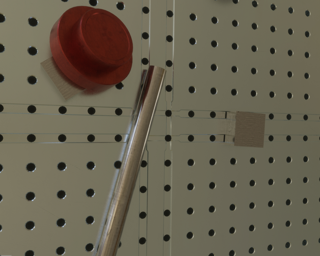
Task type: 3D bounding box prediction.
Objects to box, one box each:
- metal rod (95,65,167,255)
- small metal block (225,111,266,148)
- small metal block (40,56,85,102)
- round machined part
[{"bbox_3d":[-0.042,0.065,0.396,0.025,0.025,0.299,17,84,-19],"label":"metal rod"},{"bbox_3d":[0.126,0.002,0.459,0.050,0.025,0.050,5,89,-20],"label":"small metal block"},{"bbox_3d":[-0.107,-0.066,0.373,0.050,0.025,0.050,-35,102,-17],"label":"small metal block"},{"bbox_3d":[-0.070,-0.096,0.356,0.099,0.042,0.098,17,64,-39],"label":"round machined part"}]
